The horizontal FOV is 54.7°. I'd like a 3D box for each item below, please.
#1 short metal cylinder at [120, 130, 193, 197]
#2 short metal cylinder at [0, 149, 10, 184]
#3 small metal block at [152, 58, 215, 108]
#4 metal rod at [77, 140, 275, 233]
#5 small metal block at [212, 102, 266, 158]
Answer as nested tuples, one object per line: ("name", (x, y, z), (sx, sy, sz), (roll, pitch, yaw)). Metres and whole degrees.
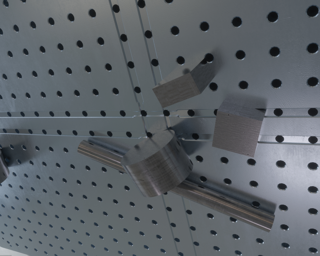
("short metal cylinder", (-0.004, 0.045, 0.406), (0.080, 0.080, 0.050), (-20, 108, 35))
("short metal cylinder", (-0.346, 0.079, 0.607), (0.080, 0.080, 0.050), (8, 122, 24))
("small metal block", (0.027, -0.051, 0.349), (0.050, 0.050, 0.025), (-19, 109, 35))
("metal rod", (0.012, 0.079, 0.453), (0.301, 0.025, 0.025), (19, 126, 16))
("small metal block", (0.092, 0.002, 0.364), (0.050, 0.025, 0.050), (15, 125, 19))
